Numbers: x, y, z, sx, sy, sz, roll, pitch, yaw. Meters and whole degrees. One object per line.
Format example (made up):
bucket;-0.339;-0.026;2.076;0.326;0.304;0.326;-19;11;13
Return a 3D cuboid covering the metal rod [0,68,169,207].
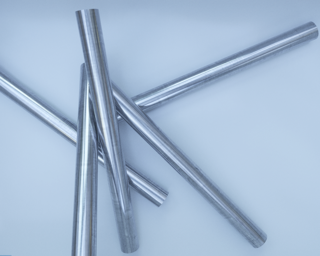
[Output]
metal rod;-0.117;0.006;0.410;0.301;0.025;0.025;36;90;0

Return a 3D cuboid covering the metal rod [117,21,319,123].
metal rod;0.064;-0.071;0.411;0.301;0.025;0.025;-23;90;0

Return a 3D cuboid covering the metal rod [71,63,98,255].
metal rod;-0.083;0.055;0.349;0.025;0.025;0.299;-4;65;0

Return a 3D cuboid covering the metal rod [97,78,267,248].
metal rod;0.027;0.044;0.396;0.025;0.025;0.300;-45;96;0

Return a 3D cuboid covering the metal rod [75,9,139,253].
metal rod;-0.059;0.017;0.372;0.025;0.025;0.298;-8;106;0
